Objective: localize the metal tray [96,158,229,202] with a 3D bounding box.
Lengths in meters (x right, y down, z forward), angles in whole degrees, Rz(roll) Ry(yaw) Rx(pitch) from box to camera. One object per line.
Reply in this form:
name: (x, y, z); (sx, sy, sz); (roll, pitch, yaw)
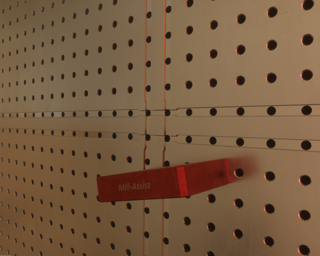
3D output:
metal tray: (0.001, 0.062, 0.364); (0.130, 0.091, 0.030); (-14, 81, 39)
